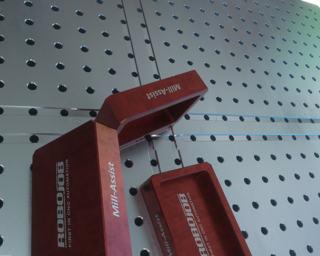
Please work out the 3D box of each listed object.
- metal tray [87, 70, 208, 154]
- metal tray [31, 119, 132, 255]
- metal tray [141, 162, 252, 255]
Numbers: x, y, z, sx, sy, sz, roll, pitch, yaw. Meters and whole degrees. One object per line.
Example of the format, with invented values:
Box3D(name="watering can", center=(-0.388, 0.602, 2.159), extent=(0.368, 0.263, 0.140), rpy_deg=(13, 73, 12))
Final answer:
Box3D(name="metal tray", center=(-0.014, -0.019, 0.369), extent=(0.131, 0.090, 0.030), rpy_deg=(-23, 74, -36))
Box3D(name="metal tray", center=(-0.076, 0.068, 0.281), extent=(0.030, 0.090, 0.130), rpy_deg=(27, 45, -51))
Box3D(name="metal tray", center=(0.042, 0.111, 0.359), extent=(0.091, 0.030, 0.130), rpy_deg=(-9, 66, -32))
